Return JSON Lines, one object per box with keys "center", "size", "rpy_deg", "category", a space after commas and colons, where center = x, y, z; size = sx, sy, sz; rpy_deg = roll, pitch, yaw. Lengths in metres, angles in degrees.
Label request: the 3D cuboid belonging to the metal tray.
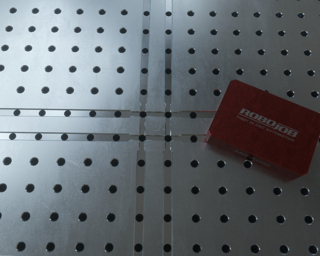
{"center": [0.138, 0.001, 0.411], "size": [0.130, 0.030, 0.090], "rpy_deg": [24, 71, 8], "category": "metal tray"}
